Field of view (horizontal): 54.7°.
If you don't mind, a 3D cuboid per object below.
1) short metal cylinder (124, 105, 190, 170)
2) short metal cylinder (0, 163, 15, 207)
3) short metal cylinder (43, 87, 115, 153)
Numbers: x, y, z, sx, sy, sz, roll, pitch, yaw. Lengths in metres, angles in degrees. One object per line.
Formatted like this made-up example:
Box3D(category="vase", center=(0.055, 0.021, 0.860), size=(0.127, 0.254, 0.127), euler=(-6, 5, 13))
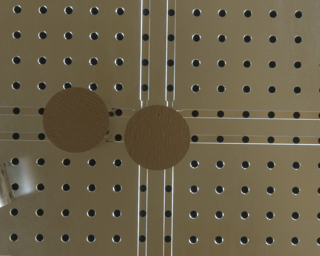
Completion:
Box3D(category="short metal cylinder", center=(-0.003, 0.012, 0.401), size=(0.081, 0.050, 0.079), euler=(0, 90, 0))
Box3D(category="short metal cylinder", center=(-0.229, 0.079, 0.384), size=(0.080, 0.080, 0.050), euler=(-15, 90, 0))
Box3D(category="short metal cylinder", center=(-0.102, -0.010, 0.400), size=(0.081, 0.050, 0.079), euler=(0, 90, 0))
